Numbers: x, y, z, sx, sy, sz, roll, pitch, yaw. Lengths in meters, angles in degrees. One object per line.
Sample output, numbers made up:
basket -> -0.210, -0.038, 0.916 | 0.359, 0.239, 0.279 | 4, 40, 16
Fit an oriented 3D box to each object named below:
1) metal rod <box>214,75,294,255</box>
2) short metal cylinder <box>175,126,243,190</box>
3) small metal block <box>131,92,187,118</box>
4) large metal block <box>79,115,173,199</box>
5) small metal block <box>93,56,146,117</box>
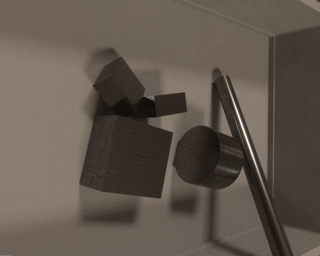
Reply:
metal rod -> 0.132, 0.058, 0.440 | 0.025, 0.025, 0.299 | 6, 61, -40
short metal cylinder -> 0.066, 0.042, 0.429 | 0.050, 0.080, 0.080 | 21, 77, -39
small metal block -> -0.002, -0.029, 0.390 | 0.050, 0.050, 0.025 | -12, 98, -40
large metal block -> -0.038, 0.034, 0.361 | 0.080, 0.050, 0.080 | 18, 79, -39
small metal block -> -0.045, -0.046, 0.356 | 0.050, 0.025, 0.050 | 53, 27, -27
